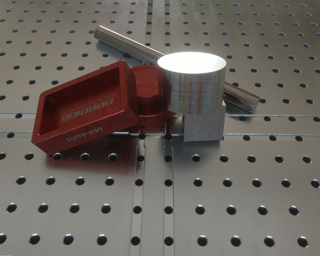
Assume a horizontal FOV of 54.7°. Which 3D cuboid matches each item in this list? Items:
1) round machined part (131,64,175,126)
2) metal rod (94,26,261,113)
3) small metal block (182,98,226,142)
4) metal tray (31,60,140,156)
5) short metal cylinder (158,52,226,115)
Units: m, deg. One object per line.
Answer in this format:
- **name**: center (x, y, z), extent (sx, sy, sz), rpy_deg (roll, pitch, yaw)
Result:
- **round machined part**: center (-0.020, -0.053, 0.441), extent (0.099, 0.042, 0.098), rpy_deg (0, 50, 0)
- **metal rod**: center (0.014, -0.100, 0.491), extent (0.300, 0.025, 0.025), rpy_deg (29, 56, 22)
- **small metal block**: center (0.055, -0.011, 0.398), extent (0.050, 0.050, 0.025), rpy_deg (-2, 30, -3)
- **metal tray**: center (-0.094, -0.027, 0.394), extent (0.130, 0.030, 0.090), rpy_deg (-19, 50, 12)
- **short metal cylinder**: center (0.038, -0.057, 0.378), extent (0.081, 0.050, 0.080), rpy_deg (0, 30, 0)
